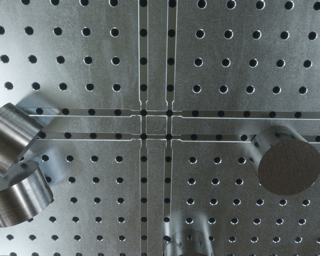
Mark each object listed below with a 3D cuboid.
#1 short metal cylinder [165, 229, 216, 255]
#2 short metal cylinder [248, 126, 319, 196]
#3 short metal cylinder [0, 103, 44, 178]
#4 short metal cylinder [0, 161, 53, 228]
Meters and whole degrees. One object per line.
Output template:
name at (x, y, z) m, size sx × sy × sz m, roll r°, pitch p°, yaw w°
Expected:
short metal cylinder at (0.047, 0.205, 0.476) m, size 0.081 × 0.050 × 0.079 m, roll 0°, pitch 110°, yaw 0°
short metal cylinder at (0.165, 0.043, 0.417) m, size 0.081 × 0.050 × 0.079 m, roll 0°, pitch 110°, yaw 0°
short metal cylinder at (-0.191, 0.015, 0.388) m, size 0.050 × 0.080 × 0.080 m, roll 38°, pitch 106°, yaw -13°
short metal cylinder at (-0.192, 0.086, 0.414) m, size 0.080 × 0.080 × 0.050 m, roll -15°, pitch 110°, yaw 5°
